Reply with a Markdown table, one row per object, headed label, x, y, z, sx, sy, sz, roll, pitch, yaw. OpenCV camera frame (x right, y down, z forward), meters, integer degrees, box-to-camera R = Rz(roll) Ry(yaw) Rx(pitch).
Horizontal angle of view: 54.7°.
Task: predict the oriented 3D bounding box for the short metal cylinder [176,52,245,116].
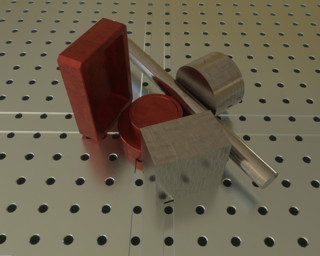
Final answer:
| label | x | y | z | sx | sy | sz | roll | pitch | yaw |
| --- | --- | --- | --- | --- | --- | --- | --- | --- | --- |
| short metal cylinder | 0.066 | -0.056 | 0.418 | 0.050 | 0.080 | 0.080 | -30 | 57 | -23 |

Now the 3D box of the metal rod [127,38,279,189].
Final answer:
| label | x | y | z | sx | sy | sz | roll | pitch | yaw |
| --- | --- | --- | --- | --- | --- | --- | --- | --- | --- |
| metal rod | 0.032 | -0.037 | 0.411 | 0.025 | 0.025 | 0.300 | -28 | 56 | -22 |

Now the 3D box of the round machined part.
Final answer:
| label | x | y | z | sx | sy | sz | roll | pitch | yaw |
| --- | --- | --- | --- | --- | --- | --- | --- | --- | --- |
| round machined part | -0.006 | -0.007 | 0.402 | 0.099 | 0.042 | 0.098 | 0 | 50 | 0 |

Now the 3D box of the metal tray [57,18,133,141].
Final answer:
| label | x | y | z | sx | sy | sz | roll | pitch | yaw |
| --- | --- | --- | --- | --- | --- | --- | --- | --- | --- |
| metal tray | -0.073 | -0.056 | 0.386 | 0.030 | 0.129 | 0.090 | 22 | 53 | 17 |

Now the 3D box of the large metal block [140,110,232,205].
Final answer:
| label | x | y | z | sx | sy | sz | roll | pitch | yaw |
| --- | --- | --- | --- | --- | --- | --- | --- | --- | --- |
| large metal block | 0.025 | 0.034 | 0.344 | 0.081 | 0.080 | 0.050 | -15 | 52 | -13 |
